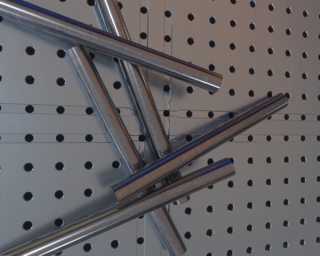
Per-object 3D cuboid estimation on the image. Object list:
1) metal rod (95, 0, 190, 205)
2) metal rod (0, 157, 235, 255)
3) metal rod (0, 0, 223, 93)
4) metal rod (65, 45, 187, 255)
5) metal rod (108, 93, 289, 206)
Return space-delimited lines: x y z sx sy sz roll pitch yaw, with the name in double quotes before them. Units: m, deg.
"metal rod" -0.022 -0.039 0.405 0.025 0.025 0.298 -23 98 -19
"metal rod" -0.047 0.103 0.374 0.302 0.025 0.025 -21 98 -11
"metal rod" -0.067 -0.102 0.365 0.302 0.025 0.025 18 84 -11
"metal rod" -0.039 0.037 0.399 0.025 0.025 0.299 -29 100 -18
"metal rod" 0.069 0.017 0.419 0.302 0.025 0.025 -26 99 -26
